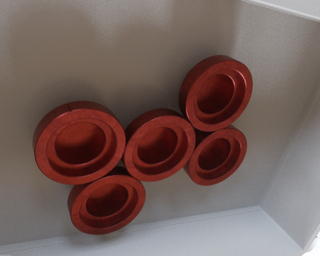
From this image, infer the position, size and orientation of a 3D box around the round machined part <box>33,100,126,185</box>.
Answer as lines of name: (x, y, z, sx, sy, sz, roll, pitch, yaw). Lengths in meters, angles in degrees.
round machined part: (-0.092, 0.013, 0.352, 0.099, 0.042, 0.097, -14, 124, -21)

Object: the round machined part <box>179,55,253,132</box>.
round machined part: (0.067, -0.047, 0.402, 0.099, 0.042, 0.097, -14, 124, -21)

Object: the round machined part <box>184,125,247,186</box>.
round machined part: (0.075, 0.033, 0.456, 0.099, 0.042, 0.097, -14, 124, -21)

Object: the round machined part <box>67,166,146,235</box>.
round machined part: (-0.072, 0.090, 0.410, 0.099, 0.042, 0.097, -14, 124, -21)

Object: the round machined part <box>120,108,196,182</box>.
round machined part: (-0.007, 0.018, 0.401, 0.099, 0.042, 0.097, -14, 124, -21)
